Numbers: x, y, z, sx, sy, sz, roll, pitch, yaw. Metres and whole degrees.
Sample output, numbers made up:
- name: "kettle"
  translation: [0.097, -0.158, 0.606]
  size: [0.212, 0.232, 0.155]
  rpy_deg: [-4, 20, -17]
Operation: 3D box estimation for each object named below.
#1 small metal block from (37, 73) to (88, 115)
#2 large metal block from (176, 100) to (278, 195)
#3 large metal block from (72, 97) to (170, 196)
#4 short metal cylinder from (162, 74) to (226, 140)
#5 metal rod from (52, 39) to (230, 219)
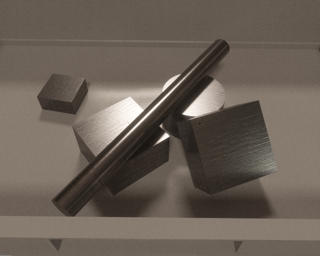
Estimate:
- name: "small metal block"
  translation: [-0.138, -0.049, 0.445]
  size: [0.050, 0.025, 0.050]
  rpy_deg: [10, 51, 7]
- name: "large metal block"
  translation: [0.073, 0.020, 0.347]
  size: [0.081, 0.050, 0.080]
  rpy_deg: [-16, 92, -14]
- name: "large metal block"
  translation: [-0.045, 0.019, 0.372]
  size: [0.081, 0.050, 0.080]
  rpy_deg: [-30, 57, -23]
- name: "short metal cylinder"
  translation: [0.043, -0.029, 0.413]
  size: [0.081, 0.050, 0.080]
  rpy_deg: [0, 50, 0]
- name: "metal rod"
  translation: [0.000, -0.020, 0.357]
  size: [0.025, 0.025, 0.301]
  rpy_deg: [29, 55, 22]
